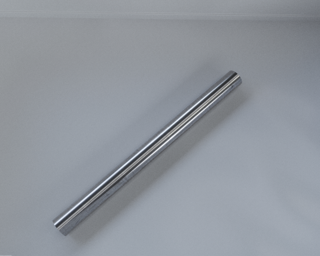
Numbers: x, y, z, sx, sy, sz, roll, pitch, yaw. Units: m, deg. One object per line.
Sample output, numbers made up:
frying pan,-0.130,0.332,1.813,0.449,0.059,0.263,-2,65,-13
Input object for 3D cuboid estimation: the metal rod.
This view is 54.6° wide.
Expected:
metal rod,-0.006,0.024,0.400,0.301,0.025,0.025,-40,75,-13
